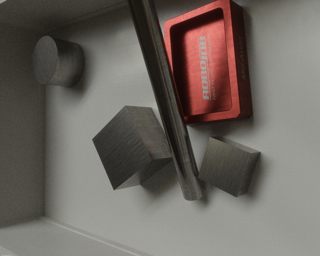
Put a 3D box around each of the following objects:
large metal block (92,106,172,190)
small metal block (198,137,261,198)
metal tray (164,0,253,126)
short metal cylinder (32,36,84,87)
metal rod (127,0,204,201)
[{"bbox_3d":[-0.036,0.027,0.418,0.080,0.050,0.080,-41,65,32],"label":"large metal block"},{"bbox_3d":[0.076,0.041,0.343,0.050,0.025,0.050,23,105,37],"label":"small metal block"},{"bbox_3d":[0.053,-0.070,0.358,0.090,0.030,0.129,-7,85,39],"label":"metal tray"},{"bbox_3d":[-0.176,-0.112,0.532,0.080,0.050,0.079,0,90,39],"label":"short metal cylinder"},{"bbox_3d":[0.001,-0.055,0.325,0.025,0.025,0.298,0,115,40],"label":"metal rod"}]
